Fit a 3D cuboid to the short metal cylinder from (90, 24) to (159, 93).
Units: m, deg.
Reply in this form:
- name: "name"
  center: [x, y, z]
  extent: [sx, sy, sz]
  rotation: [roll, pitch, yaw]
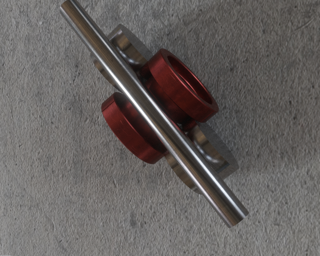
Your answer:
- name: "short metal cylinder"
  center: [-0.041, -0.084, 0.394]
  extent: [0.050, 0.080, 0.080]
  rotation: [-41, 78, 15]

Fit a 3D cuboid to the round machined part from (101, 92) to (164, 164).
- name: "round machined part"
  center: [-0.021, -0.007, 0.377]
  extent: [0.042, 0.098, 0.098]
  rotation: [-40, 78, 11]

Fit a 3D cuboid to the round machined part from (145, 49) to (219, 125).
- name: "round machined part"
  center: [0.021, -0.043, 0.364]
  extent: [0.042, 0.098, 0.098]
  rotation: [-42, 77, 20]

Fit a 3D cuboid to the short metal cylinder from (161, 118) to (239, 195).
- name: "short metal cylinder"
  center: [0.047, 0.030, 0.364]
  extent: [0.050, 0.080, 0.080]
  rotation: [-41, 78, 15]

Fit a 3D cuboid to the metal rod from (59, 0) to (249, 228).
- name: "metal rod"
  center: [-0.015, -0.026, 0.330]
  extent: [0.025, 0.025, 0.300]
  rotation: [-42, 77, 15]
